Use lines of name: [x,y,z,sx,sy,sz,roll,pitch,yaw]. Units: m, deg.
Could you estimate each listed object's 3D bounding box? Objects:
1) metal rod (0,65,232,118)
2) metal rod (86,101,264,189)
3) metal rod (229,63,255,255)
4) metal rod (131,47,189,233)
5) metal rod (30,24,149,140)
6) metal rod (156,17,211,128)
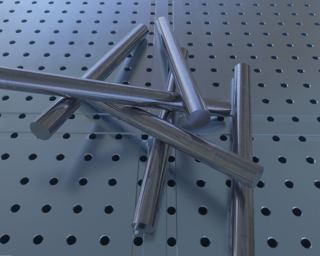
metal rod: [-0.048,-0.041,0.379,0.302,0.025,0.025,6,48,-21]
metal rod: [-0.018,-0.008,0.385,0.300,0.025,0.025,27,54,31]
metal rod: [0.103,0.021,0.390,0.025,0.025,0.300,8,50,6]
metal rod: [0.009,-0.010,0.415,0.025,0.025,0.300,8,50,7]
metal rod: [-0.080,-0.086,0.445,0.025,0.025,0.301,15,41,12]
metal rod: [0.024,-0.101,0.453,0.025,0.025,0.300,-6,38,-5]
